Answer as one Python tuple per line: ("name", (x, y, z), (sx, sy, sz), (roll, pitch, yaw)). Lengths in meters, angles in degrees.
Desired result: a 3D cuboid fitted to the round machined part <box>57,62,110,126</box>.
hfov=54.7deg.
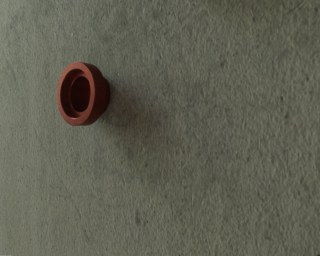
("round machined part", (-0.116, -0.052, 0.487), (0.098, 0.042, 0.097), (0, 90, 39))
